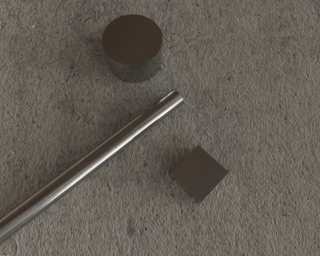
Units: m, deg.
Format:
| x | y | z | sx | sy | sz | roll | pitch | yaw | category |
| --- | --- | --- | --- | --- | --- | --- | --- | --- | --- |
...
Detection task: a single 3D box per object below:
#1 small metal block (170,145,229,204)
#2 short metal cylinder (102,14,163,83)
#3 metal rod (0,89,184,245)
| x | y | z | sx | sy | sz | roll | pitch | yaw | category |
| --- | --- | --- | --- | --- | --- | --- | --- | --- | --- |
| 0.048 | 0.058 | 0.387 | 0.050 | 0.025 | 0.050 | 43 | 75 | 14 | small metal block |
| -0.037 | -0.110 | 0.435 | 0.081 | 0.050 | 0.080 | 0 | 70 | 0 | short metal cylinder |
| -0.091 | 0.047 | 0.389 | 0.301 | 0.025 | 0.025 | -38 | 75 | -13 | metal rod |
